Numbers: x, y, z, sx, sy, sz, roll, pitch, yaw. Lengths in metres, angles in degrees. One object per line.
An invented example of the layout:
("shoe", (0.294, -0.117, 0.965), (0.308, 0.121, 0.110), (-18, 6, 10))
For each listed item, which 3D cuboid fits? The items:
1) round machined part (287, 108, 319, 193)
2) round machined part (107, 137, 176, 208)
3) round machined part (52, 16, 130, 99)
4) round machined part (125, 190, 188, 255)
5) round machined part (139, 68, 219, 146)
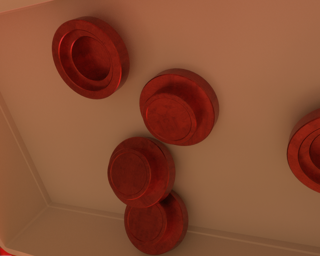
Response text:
("round machined part", (0.183, 0.019, 0.313), (0.098, 0.042, 0.097), (13, 124, 20))
("round machined part", (-0.032, 0.060, 0.423), (0.098, 0.042, 0.097), (-1, 87, 28))
("round machined part", (-0.080, -0.088, 0.384), (0.098, 0.042, 0.097), (13, 124, 20))
("round machined part", (-0.012, 0.134, 0.452), (0.098, 0.042, 0.098), (-6, 76, 26))
("round machined part", (0.018, -0.019, 0.375), (0.098, 0.042, 0.097), (13, 124, 20))
